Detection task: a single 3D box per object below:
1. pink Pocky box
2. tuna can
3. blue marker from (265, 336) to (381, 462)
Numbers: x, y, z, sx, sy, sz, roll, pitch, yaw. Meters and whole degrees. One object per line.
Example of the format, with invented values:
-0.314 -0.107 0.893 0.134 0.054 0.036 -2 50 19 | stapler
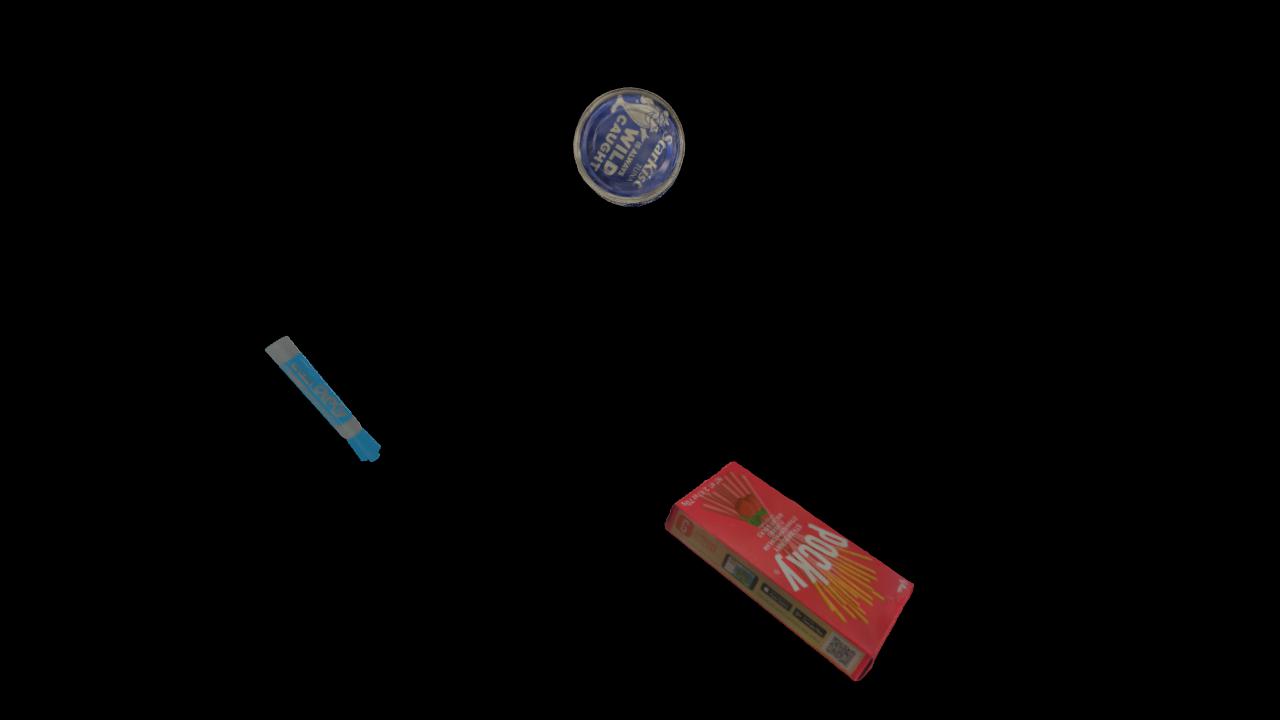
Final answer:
0.102 0.136 0.426 0.155 0.029 0.084 33 34 27 | pink Pocky box
-0.008 -0.161 0.474 0.084 0.084 0.034 0 7 2 | tuna can
-0.248 0.035 0.490 0.020 0.121 0.020 -25 24 12 | blue marker
